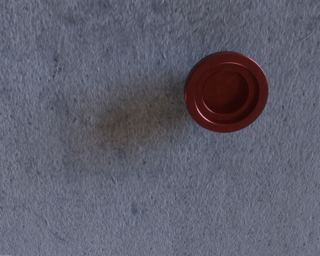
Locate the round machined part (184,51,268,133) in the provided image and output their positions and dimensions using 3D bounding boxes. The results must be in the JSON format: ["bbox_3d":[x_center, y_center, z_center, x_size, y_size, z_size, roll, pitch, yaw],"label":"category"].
[{"bbox_3d":[0.079,-0.046,0.385,0.099,0.042,0.097,0,110,-1],"label":"round machined part"}]
